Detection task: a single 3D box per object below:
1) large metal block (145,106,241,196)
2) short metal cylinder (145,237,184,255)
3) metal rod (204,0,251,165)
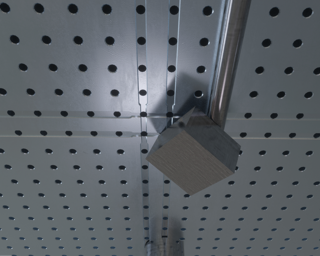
[{"bbox_3d":[0.043,0.032,0.399,0.080,0.050,0.080,41,133,-11],"label":"large metal block"},{"bbox_3d":[0.009,0.263,0.619,0.081,0.050,0.079,0,130,0],"label":"short metal cylinder"},{"bbox_3d":[0.075,-0.060,0.361,0.025,0.025,0.298,1,130,-1],"label":"metal rod"}]
